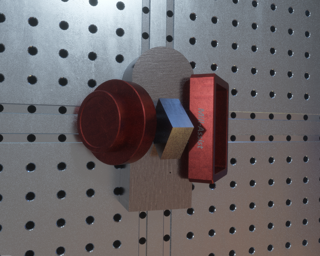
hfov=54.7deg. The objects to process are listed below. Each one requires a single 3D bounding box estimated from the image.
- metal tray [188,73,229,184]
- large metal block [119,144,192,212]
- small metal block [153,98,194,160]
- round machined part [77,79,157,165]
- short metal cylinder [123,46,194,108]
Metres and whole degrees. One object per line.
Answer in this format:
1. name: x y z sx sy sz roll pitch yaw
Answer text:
1. metal tray: 0.066 0.001 0.404 0.030 0.090 0.129 1 90 23
2. large metal block: -0.006 0.059 0.397 0.081 0.050 0.080 2 89 -20
3. small metal block: 0.011 0.001 0.358 0.025 0.050 0.050 0 132 -23
4. round machined part: -0.055 -0.006 0.349 0.042 0.098 0.097 2 89 -53
5. short metal cylinder: -0.003 -0.059 0.397 0.081 0.050 0.080 0 90 -20
